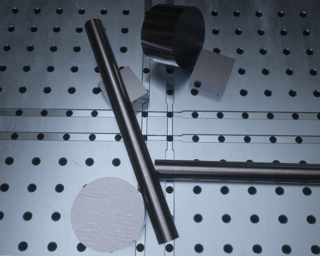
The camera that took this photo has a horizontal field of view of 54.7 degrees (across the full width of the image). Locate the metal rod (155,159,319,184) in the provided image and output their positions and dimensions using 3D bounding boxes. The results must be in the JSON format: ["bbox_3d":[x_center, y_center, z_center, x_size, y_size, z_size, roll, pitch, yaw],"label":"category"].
[{"bbox_3d":[0.144,0.056,0.392,0.302,0.025,0.025,2,70,0],"label":"metal rod"}]

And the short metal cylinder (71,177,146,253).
[{"bbox_3d":[-0.057,0.101,0.361,0.081,0.050,0.080,0,70,0],"label":"short metal cylinder"}]

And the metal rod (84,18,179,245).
[{"bbox_3d":[-0.041,-0.007,0.389,0.025,0.025,0.299,-19,75,-7],"label":"metal rod"}]

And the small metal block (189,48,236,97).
[{"bbox_3d":[0.074,-0.079,0.441,0.050,0.025,0.050,20,71,7],"label":"small metal block"}]

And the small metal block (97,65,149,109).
[{"bbox_3d":[-0.050,-0.050,0.430,0.050,0.025,0.050,-33,73,-11],"label":"small metal block"}]

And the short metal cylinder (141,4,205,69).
[{"bbox_3d":[0.019,-0.125,0.421,0.050,0.080,0.080,19,69,32],"label":"short metal cylinder"}]
